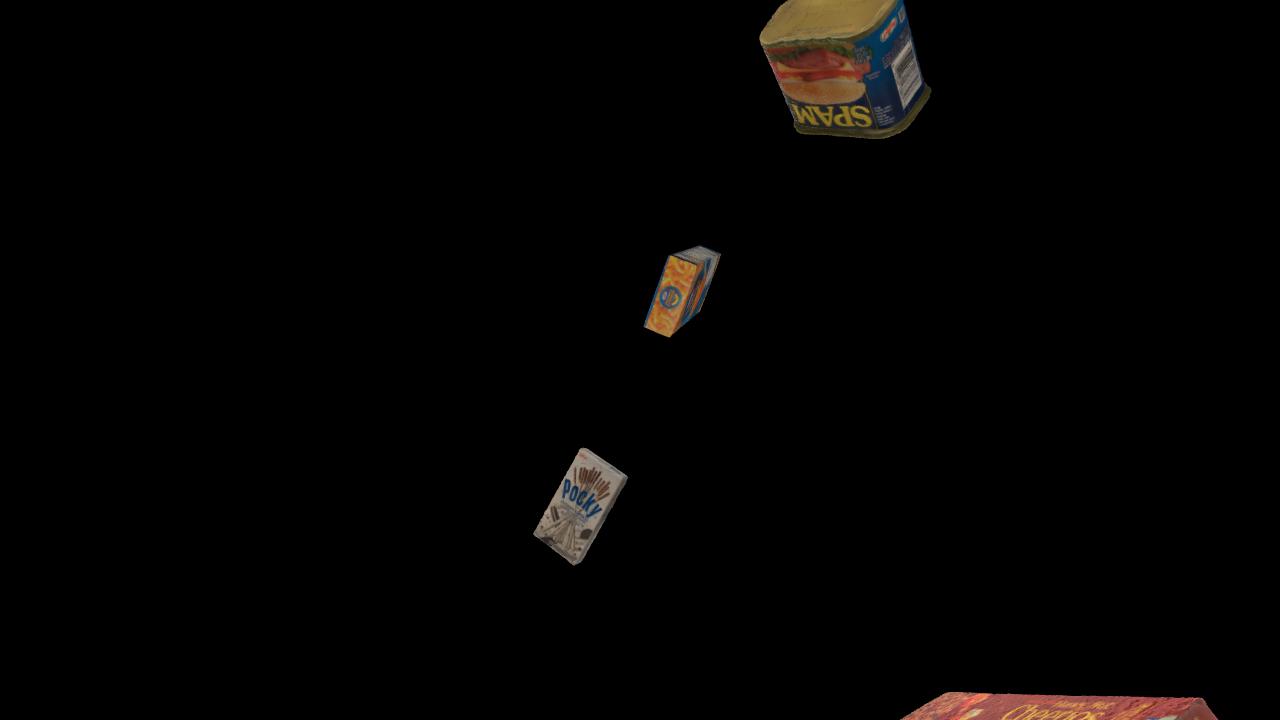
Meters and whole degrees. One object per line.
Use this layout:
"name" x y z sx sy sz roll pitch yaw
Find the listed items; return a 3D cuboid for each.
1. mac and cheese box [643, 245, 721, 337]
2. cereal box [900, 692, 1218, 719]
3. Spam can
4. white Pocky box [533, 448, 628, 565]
"mac and cheese box" 0.058 -0.093 0.784 0.041 0.093 0.184 24 20 9
"cereal box" 0.350 0.374 0.473 0.081 0.203 0.306 -19 -23 -15
"Spam can" 0.147 -0.215 0.446 0.101 0.058 0.085 26 -14 45
"white Pocky box" -0.089 0.219 0.920 0.084 0.154 0.028 31 7 19
